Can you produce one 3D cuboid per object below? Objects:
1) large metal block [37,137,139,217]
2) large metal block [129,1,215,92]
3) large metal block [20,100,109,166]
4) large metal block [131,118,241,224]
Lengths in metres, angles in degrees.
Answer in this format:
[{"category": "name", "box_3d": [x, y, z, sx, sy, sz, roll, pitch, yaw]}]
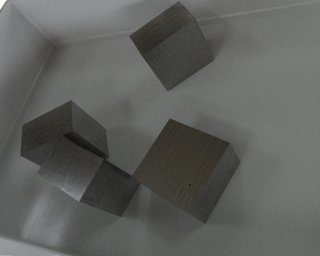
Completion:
[{"category": "large metal block", "box_3d": [-0.084, 0.060, 0.377, 0.080, 0.080, 0.050, 20, 75, 35]}, {"category": "large metal block", "box_3d": [0.018, -0.110, 0.429, 0.080, 0.080, 0.050, -34, 51, 6]}, {"category": "large metal block", "box_3d": [-0.129, 0.018, 0.427, 0.080, 0.080, 0.050, -25, 53, 13]}, {"category": "large metal block", "box_3d": [0.030, 0.046, 0.346, 0.080, 0.050, 0.080, 24, 75, 36]}]
